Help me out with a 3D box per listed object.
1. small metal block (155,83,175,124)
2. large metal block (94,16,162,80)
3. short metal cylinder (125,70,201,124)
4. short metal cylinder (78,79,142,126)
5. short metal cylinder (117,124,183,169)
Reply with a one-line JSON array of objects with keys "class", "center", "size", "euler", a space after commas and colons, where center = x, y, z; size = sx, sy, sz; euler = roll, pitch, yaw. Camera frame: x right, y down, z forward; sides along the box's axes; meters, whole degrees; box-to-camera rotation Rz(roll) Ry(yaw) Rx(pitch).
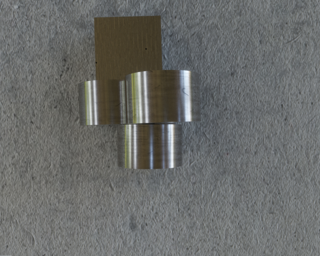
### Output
[{"class": "small metal block", "center": [0.007, -0.030, 0.401], "size": [0.025, 0.050, 0.050], "euler": [1, 90, 0]}, {"class": "large metal block", "center": [-0.038, -0.095, 0.399], "size": [0.081, 0.050, 0.080], "euler": [-2, 90, 0]}, {"class": "short metal cylinder", "center": [0.003, -0.031, 0.334], "size": [0.081, 0.080, 0.050], "euler": [-2, 90, 0]}, {"class": "short metal cylinder", "center": [-0.059, -0.029, 0.384], "size": [0.081, 0.080, 0.050], "euler": [-2, 90, 0]}, {"class": "short metal cylinder", "center": [-0.012, 0.021, 0.384], "size": [0.081, 0.080, 0.050], "euler": [0, 90, 0]}]
